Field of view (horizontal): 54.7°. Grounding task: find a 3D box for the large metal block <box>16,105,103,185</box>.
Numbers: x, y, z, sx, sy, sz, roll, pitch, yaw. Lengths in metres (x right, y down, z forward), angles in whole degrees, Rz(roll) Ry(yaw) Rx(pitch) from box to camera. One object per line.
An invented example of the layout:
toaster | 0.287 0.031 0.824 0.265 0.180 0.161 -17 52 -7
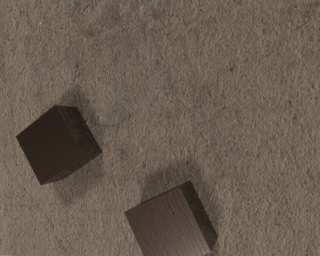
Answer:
large metal block | -0.144 0.024 0.445 0.080 0.050 0.080 -35 79 16

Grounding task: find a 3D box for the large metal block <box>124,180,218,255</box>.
large metal block | 0.015 0.122 0.390 0.080 0.050 0.080 -28 81 17
